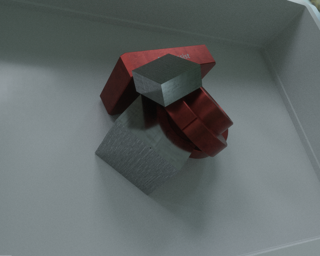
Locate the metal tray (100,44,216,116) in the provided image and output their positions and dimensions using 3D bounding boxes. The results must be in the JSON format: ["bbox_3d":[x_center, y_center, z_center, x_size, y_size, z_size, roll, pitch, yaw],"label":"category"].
[{"bbox_3d":[-0.002,-0.062,0.400,0.131,0.090,0.030,-16,71,-35],"label":"metal tray"}]

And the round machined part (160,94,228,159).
[{"bbox_3d":[0.039,-0.003,0.419,0.099,0.042,0.098,14,56,-21],"label":"round machined part"}]

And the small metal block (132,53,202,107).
[{"bbox_3d":[0.007,-0.052,0.322,0.050,0.025,0.050,-31,40,-25],"label":"small metal block"}]

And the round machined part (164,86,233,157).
[{"bbox_3d":[0.046,-0.018,0.356,0.098,0.042,0.098,46,13,-13],"label":"round machined part"}]

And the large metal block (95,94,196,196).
[{"bbox_3d":[-0.016,0.021,0.349,0.080,0.080,0.050,39,51,-2],"label":"large metal block"}]
